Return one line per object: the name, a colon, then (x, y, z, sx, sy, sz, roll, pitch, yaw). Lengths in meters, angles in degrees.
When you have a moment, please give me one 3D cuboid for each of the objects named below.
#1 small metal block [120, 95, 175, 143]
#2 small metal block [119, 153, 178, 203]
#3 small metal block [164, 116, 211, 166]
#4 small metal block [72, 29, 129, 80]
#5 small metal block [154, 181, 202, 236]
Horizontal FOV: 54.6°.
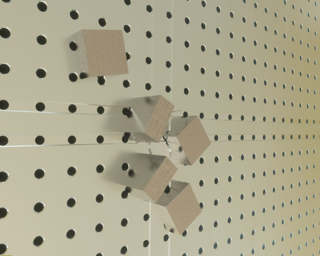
small metal block: (-0.016, -0.011, 0.378, 0.025, 0.050, 0.050, 36, 68, -34)
small metal block: (-0.015, 0.060, 0.380, 0.025, 0.050, 0.050, 51, 60, -28)
small metal block: (0.040, 0.017, 0.442, 0.050, 0.025, 0.050, -43, 116, -31)
small metal block: (-0.067, -0.083, 0.352, 0.050, 0.025, 0.050, -14, 99, -39)
small metal block: (0.026, 0.110, 0.430, 0.050, 0.025, 0.050, -37, 113, -33)
